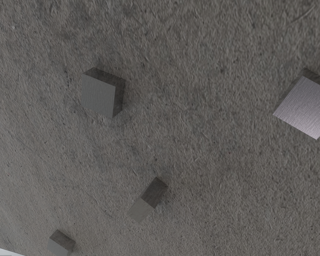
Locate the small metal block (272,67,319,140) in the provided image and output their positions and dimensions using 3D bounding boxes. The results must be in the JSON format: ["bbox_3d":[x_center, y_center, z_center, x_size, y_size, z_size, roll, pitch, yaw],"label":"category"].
[{"bbox_3d":[0.152,-0.025,0.312,0.050,0.025,0.050,32,129,7],"label":"small metal block"}]

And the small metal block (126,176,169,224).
[{"bbox_3d":[-0.019,0.109,0.468,0.025,0.050,0.050,39,129,2],"label":"small metal block"}]

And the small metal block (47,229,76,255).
[{"bbox_3d":[-0.218,0.259,0.682,0.050,0.025,0.050,30,128,8],"label":"small metal block"}]

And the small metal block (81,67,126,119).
[{"bbox_3d":[-0.077,-0.048,0.418,0.050,0.025,0.050,23,127,14],"label":"small metal block"}]
